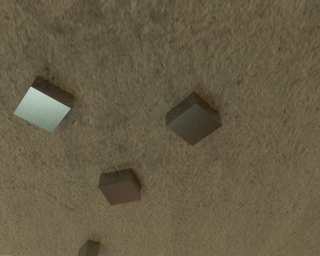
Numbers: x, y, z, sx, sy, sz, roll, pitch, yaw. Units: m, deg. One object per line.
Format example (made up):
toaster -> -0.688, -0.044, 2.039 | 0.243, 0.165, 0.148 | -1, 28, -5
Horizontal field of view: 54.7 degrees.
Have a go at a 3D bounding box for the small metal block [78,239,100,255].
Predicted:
small metal block -> -0.143, 0.256, 0.607 | 0.025, 0.050, 0.050 | 25, 126, -20

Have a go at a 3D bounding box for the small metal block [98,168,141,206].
small metal block -> -0.062, 0.093, 0.486 | 0.050, 0.025, 0.050 | -13, 129, 10

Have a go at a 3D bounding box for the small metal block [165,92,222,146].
small metal block -> 0.043, -0.011, 0.399 | 0.050, 0.025, 0.050 | 36, 121, -27

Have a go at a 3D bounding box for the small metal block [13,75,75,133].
small metal block -> -0.142, -0.028, 0.381 | 0.050, 0.025, 0.050 | 31, 123, -24
